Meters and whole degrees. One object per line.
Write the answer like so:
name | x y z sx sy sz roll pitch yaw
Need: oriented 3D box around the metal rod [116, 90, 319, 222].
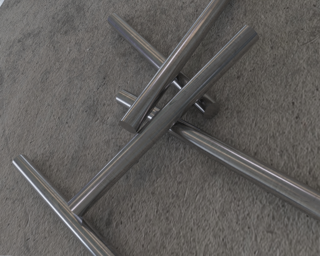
metal rod | 0.048 0.015 0.369 0.300 0.025 0.025 30 79 37

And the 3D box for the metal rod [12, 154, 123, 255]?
metal rod | -0.115 0.112 0.395 0.300 0.025 0.025 30 78 37

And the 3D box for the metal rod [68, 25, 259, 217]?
metal rod | 0.003 -0.008 0.373 0.300 0.025 0.025 -45 51 1

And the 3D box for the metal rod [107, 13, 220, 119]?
metal rod | -0.010 -0.110 0.477 0.025 0.025 0.300 -40 51 1

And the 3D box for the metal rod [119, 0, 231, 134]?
metal rod | 0.040 -0.116 0.428 0.025 0.025 0.300 18 63 35
